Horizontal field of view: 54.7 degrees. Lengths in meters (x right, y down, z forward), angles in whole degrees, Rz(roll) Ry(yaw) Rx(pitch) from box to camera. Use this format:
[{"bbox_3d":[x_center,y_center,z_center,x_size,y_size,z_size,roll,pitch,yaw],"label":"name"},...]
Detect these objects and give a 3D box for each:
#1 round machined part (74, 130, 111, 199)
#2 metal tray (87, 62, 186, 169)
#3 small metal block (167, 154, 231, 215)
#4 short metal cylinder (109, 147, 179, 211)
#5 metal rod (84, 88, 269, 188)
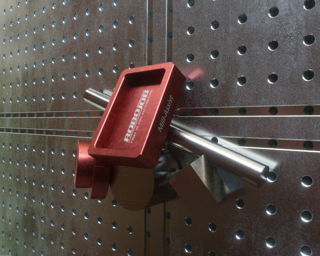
[{"bbox_3d":[-0.099,0.052,0.444,0.098,0.042,0.097,-175,89,-73],"label":"round machined part"},{"bbox_3d":[-0.028,-0.017,0.386,0.090,0.030,0.130,0,61,39],"label":"metal tray"},{"bbox_3d":[0.043,0.065,0.354,0.050,0.025,0.050,55,140,7],"label":"small metal block"},{"bbox_3d":[-0.021,0.063,0.406,0.080,0.050,0.079,0,90,40],"label":"short metal cylinder"},{"bbox_3d":[-0.003,-0.001,0.407,0.300,0.025,0.025,25,106,37],"label":"metal rod"}]
